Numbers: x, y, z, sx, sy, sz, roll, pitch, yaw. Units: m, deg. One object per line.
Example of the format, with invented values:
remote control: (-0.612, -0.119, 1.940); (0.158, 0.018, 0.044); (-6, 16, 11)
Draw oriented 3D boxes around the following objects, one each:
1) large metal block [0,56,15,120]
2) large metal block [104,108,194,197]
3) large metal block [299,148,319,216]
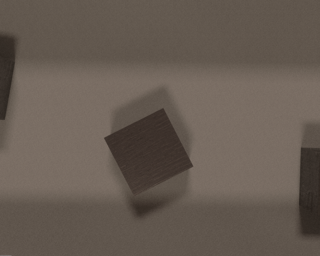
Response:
large metal block: (-0.244, -0.057, 0.396); (0.080, 0.050, 0.080); (10, 90, -1)
large metal block: (-0.014, 0.029, 0.399); (0.080, 0.050, 0.080); (-27, 90, 0)
large metal block: (0.233, 0.068, 0.402); (0.081, 0.050, 0.079); (2, 90, -1)
